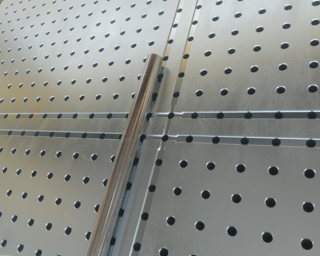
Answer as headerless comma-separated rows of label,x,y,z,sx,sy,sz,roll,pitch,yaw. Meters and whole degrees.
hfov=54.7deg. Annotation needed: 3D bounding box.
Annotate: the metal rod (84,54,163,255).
metal rod,-0.042,0.026,0.413,0.025,0.025,0.300,1,62,28
